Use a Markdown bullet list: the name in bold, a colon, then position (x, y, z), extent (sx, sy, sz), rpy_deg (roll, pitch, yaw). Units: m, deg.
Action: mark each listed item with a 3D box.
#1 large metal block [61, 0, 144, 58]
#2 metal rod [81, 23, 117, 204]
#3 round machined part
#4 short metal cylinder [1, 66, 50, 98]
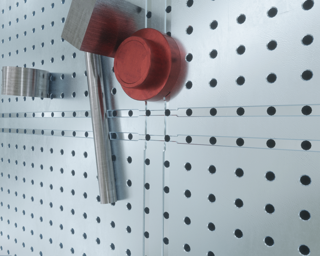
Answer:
- **large metal block**: position (-0.081, -0.149, 0.438), extent (0.050, 0.081, 0.079), rpy_deg (38, 113, 33)
- **metal rod**: position (-0.097, -0.034, 0.486), extent (0.025, 0.025, 0.298), rpy_deg (-12, 82, 39)
- **round machined part**: position (-0.024, -0.086, 0.416), extent (0.098, 0.042, 0.097), rpy_deg (0, 90, 39)
- **short metal cylinder**: position (-0.248, -0.084, 0.575), extent (0.080, 0.081, 0.050), rpy_deg (8, 95, 39)
